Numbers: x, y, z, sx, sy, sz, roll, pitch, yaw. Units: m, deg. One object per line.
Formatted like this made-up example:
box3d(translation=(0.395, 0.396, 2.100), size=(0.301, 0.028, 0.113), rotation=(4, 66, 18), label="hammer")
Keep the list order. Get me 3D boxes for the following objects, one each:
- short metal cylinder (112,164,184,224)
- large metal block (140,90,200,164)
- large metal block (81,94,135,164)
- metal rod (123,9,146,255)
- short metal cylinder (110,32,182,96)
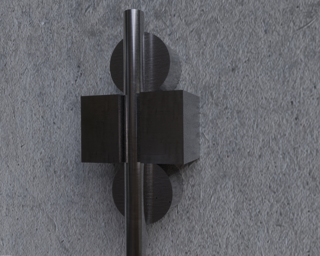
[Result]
box3d(translation=(-0.014, 0.078, 0.402), size=(0.080, 0.050, 0.080), rotation=(0, 89, 20), label="short metal cylinder")
box3d(translation=(0.015, -0.001, 0.375), size=(0.050, 0.080, 0.080), rotation=(-1, 90, 20), label="large metal block")
box3d(translation=(-0.057, 0.001, 0.401), size=(0.050, 0.080, 0.080), rotation=(-1, 90, 20), label="large metal block")
box3d(translation=(-0.030, 0.012, 0.367), size=(0.025, 0.025, 0.298), rotation=(-1, 90, 20), label="metal rod")
box3d(translation=(-0.017, -0.078, 0.403), size=(0.080, 0.050, 0.080), rotation=(0, 89, 20), label="short metal cylinder")
